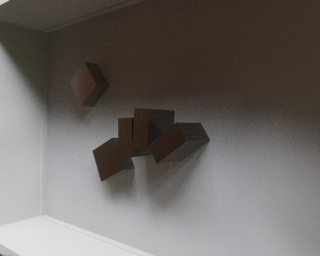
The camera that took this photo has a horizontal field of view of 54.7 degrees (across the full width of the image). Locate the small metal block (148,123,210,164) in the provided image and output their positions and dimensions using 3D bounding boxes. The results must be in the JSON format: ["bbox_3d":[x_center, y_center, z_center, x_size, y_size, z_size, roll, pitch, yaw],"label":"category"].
[{"bbox_3d":[0.023,0.018,0.372,0.050,0.050,0.025,-41,65,32],"label":"small metal block"}]

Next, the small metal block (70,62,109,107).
[{"bbox_3d":[-0.115,-0.070,0.502,0.050,0.025,0.050,-46,63,30],"label":"small metal block"}]

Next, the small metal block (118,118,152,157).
[{"bbox_3d":[-0.028,0.012,0.414,0.025,0.050,0.050,-2,89,40],"label":"small metal block"}]

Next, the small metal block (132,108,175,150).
[{"bbox_3d":[-0.008,0.001,0.397,0.025,0.050,0.050,6,94,39],"label":"small metal block"}]

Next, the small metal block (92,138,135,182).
[{"bbox_3d":[-0.071,0.047,0.465,0.050,0.025,0.050,-31,71,35],"label":"small metal block"}]
